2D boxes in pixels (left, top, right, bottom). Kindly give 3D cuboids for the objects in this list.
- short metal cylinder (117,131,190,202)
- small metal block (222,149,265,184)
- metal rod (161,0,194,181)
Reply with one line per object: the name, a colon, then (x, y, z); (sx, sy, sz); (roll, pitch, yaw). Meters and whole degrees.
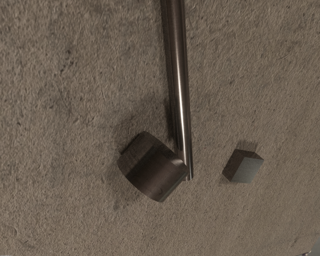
short metal cylinder: (-0.008, 0.049, 0.399); (0.050, 0.080, 0.080); (-49, 129, 6)
small metal block: (0.141, 0.066, 0.528); (0.050, 0.025, 0.050); (11, 113, -33)
metal rod: (0.024, -0.049, 0.391); (0.025, 0.025, 0.298); (-19, 126, -17)
